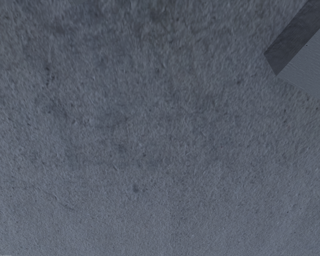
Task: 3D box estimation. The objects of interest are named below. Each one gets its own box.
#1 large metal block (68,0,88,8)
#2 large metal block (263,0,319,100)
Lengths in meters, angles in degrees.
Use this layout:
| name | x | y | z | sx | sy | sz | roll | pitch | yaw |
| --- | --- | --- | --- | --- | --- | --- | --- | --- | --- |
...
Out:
| name | x | y | z | sx | sy | sz | roll | pitch | yaw |
| --- | --- | --- | --- | --- | --- | --- | --- | --- | --- |
| large metal block | -0.041 | -0.148 | 0.244 | 0.080 | 0.080 | 0.050 | -19 | 128 | 15 |
| large metal block | 0.173 | -0.081 | 0.325 | 0.080 | 0.050 | 0.080 | 22 | 127 | -19 |
